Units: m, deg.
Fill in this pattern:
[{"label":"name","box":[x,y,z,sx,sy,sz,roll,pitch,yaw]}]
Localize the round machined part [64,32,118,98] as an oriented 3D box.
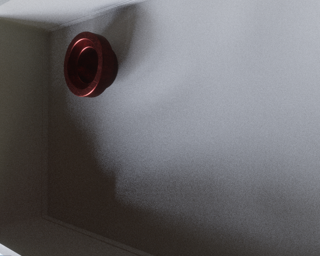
[{"label":"round machined part","box":[-0.104,-0.096,0.483,0.098,0.042,0.097,0,90,40]}]
